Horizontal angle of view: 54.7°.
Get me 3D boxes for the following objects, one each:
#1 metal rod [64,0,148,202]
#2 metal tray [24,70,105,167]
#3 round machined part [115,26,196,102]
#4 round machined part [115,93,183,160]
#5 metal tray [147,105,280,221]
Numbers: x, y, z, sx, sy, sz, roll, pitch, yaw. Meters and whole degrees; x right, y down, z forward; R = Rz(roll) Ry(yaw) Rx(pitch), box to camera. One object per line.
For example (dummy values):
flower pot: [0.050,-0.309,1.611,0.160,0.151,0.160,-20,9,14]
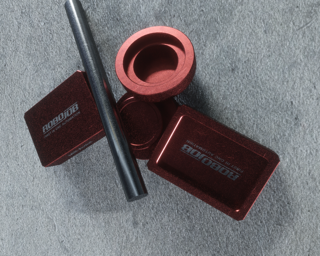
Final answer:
metal rod: [-0.076,-0.051,0.402,0.025,0.025,0.299,-29,68,17]
metal tray: [-0.131,-0.011,0.442,0.130,0.030,0.090,-31,77,26]
round machined part: [-0.003,-0.076,0.391,0.098,0.042,0.098,-4,67,11]
round machined part: [-0.022,-0.007,0.409,0.098,0.042,0.097,0,90,20]
metal tray: [0.062,0.039,0.374,0.130,0.030,0.090,29,99,7]
